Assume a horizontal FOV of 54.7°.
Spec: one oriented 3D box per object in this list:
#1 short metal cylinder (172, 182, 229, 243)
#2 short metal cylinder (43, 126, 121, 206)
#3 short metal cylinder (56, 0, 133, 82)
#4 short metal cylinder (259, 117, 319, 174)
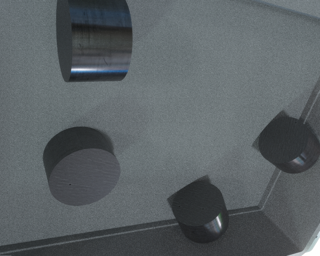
[{"bbox_3d":[0.065,0.133,0.491,0.080,0.080,0.050,-30,128,-9],"label":"short metal cylinder"},{"bbox_3d":[-0.094,0.045,0.369,0.081,0.050,0.079,-14,124,-21],"label":"short metal cylinder"},{"bbox_3d":[-0.064,-0.083,0.287,0.050,0.080,0.079,-6,121,-26],"label":"short metal cylinder"},{"bbox_3d":[0.210,0.029,0.505,0.050,0.080,0.080,32,101,-38],"label":"short metal cylinder"}]
